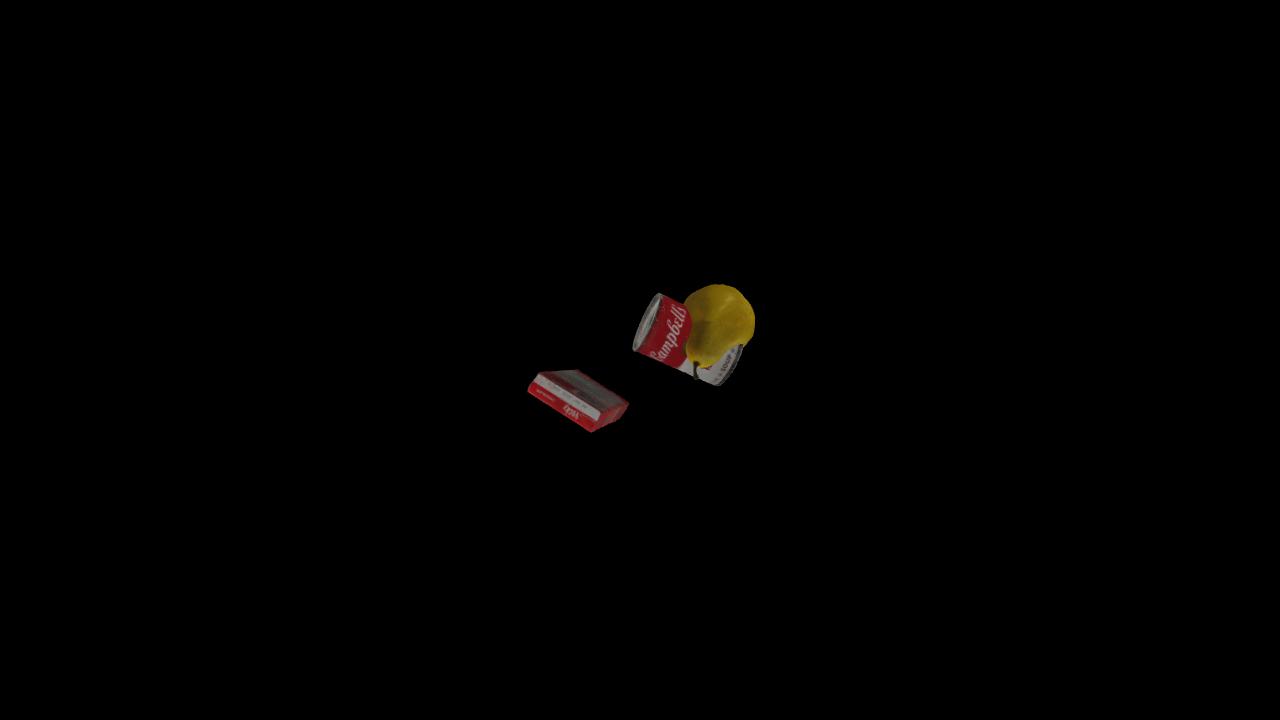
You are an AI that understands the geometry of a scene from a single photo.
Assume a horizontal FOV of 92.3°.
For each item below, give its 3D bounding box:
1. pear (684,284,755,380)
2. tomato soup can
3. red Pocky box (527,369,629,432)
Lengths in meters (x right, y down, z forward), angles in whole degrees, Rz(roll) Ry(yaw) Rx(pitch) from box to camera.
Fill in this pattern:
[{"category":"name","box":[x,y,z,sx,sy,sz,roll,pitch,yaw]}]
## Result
[{"category":"pear","box":[0.069,-0.027,0.639,0.080,0.080,0.111,0,38,45]},{"category":"tomato soup can","box":[0.051,-0.020,0.655,0.101,0.068,0.068,24,-5,-11]},{"category":"red Pocky box","box":[-0.064,0.043,0.702,0.083,0.028,0.155,31,5,8]}]
